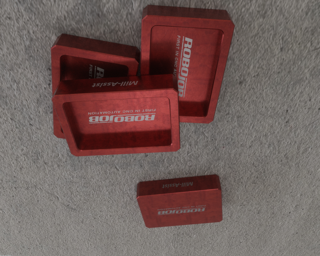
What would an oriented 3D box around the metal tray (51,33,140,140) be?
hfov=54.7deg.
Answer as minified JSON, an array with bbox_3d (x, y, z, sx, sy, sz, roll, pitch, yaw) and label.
[{"bbox_3d":[-0.078,-0.039,0.369,0.091,0.030,0.129,8,130,-8],"label":"metal tray"}]

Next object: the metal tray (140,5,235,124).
[{"bbox_3d":[0.024,-0.065,0.348,0.091,0.030,0.129,3,130,-3],"label":"metal tray"}]

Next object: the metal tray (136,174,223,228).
[{"bbox_3d":[0.034,0.122,0.508,0.131,0.030,0.090,-7,130,5],"label":"metal tray"}]

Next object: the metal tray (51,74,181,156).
[{"bbox_3d":[-0.044,-0.012,0.352,0.131,0.030,0.089,-3,130,2],"label":"metal tray"}]
